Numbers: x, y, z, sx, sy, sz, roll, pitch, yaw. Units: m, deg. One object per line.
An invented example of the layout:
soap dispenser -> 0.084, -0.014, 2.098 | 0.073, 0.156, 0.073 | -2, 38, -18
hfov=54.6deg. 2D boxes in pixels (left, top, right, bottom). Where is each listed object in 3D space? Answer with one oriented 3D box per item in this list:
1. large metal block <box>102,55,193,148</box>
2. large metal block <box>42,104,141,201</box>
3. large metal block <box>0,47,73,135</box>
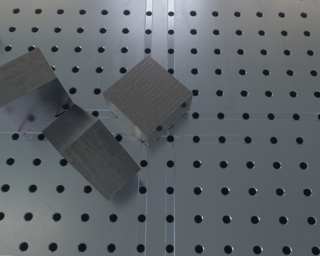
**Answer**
large metal block -> -0.015, -0.035, 0.411 | 0.080, 0.050, 0.080 | 43, 75, 14
large metal block -> -0.079, 0.025, 0.355 | 0.050, 0.080, 0.080 | -44, 34, -14
large metal block -> -0.167, -0.045, 0.398 | 0.080, 0.080, 0.050 | -31, 73, -11
